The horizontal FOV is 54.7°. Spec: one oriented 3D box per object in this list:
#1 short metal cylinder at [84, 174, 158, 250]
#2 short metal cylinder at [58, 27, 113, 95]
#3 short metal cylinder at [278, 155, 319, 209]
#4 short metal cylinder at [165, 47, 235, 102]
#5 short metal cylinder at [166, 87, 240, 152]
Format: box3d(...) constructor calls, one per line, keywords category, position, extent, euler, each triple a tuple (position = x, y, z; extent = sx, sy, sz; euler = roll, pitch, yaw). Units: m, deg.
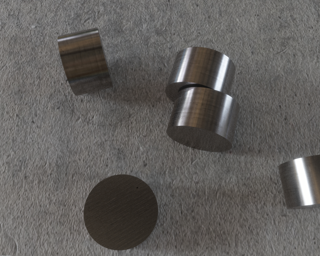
box3d(category="short metal cylinder", position=(-0.042, 0.098, 0.359), extent=(0.081, 0.050, 0.080), euler=(0, 70, 0))
box3d(category="short metal cylinder", position=(-0.097, -0.087, 0.410), extent=(0.050, 0.080, 0.080), euler=(-15, 71, -5))
box3d(category="short metal cylinder", position=(0.184, 0.064, 0.357), extent=(0.081, 0.080, 0.050), euler=(-4, 70, -2))
box3d(category="short metal cylinder", position=(0.052, -0.060, 0.401), extent=(0.080, 0.080, 0.050), euler=(15, 71, 5))
box3d(category="short metal cylinder", position=(0.053, -0.008, 0.382), extent=(0.080, 0.080, 0.050), euler=(15, 71, 5))
